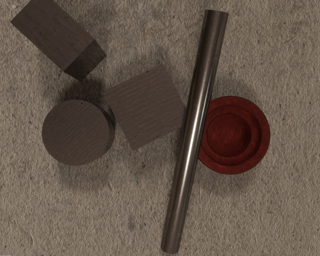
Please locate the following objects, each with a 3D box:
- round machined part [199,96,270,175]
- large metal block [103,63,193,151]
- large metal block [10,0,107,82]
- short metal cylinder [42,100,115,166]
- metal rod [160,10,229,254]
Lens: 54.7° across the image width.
[{"bbox_3d":[0.087,0.009,0.403,0.099,0.042,0.097,0,90,-1],"label":"round machined part"},{"bbox_3d":[-0.015,-0.026,0.397,0.080,0.050,0.080,-27,90,0],"label":"large metal block"},{"bbox_3d":[-0.119,-0.108,0.381,0.080,0.080,0.050,43,90,-1],"label":"large metal block"},{"bbox_3d":[-0.101,0.006,0.396,0.081,0.050,0.079,0,90,-1],"label":"short metal cylinder"},{"bbox_3d":[0.036,0.019,0.368,0.025,0.025,0.298,9,107,-1],"label":"metal rod"}]
